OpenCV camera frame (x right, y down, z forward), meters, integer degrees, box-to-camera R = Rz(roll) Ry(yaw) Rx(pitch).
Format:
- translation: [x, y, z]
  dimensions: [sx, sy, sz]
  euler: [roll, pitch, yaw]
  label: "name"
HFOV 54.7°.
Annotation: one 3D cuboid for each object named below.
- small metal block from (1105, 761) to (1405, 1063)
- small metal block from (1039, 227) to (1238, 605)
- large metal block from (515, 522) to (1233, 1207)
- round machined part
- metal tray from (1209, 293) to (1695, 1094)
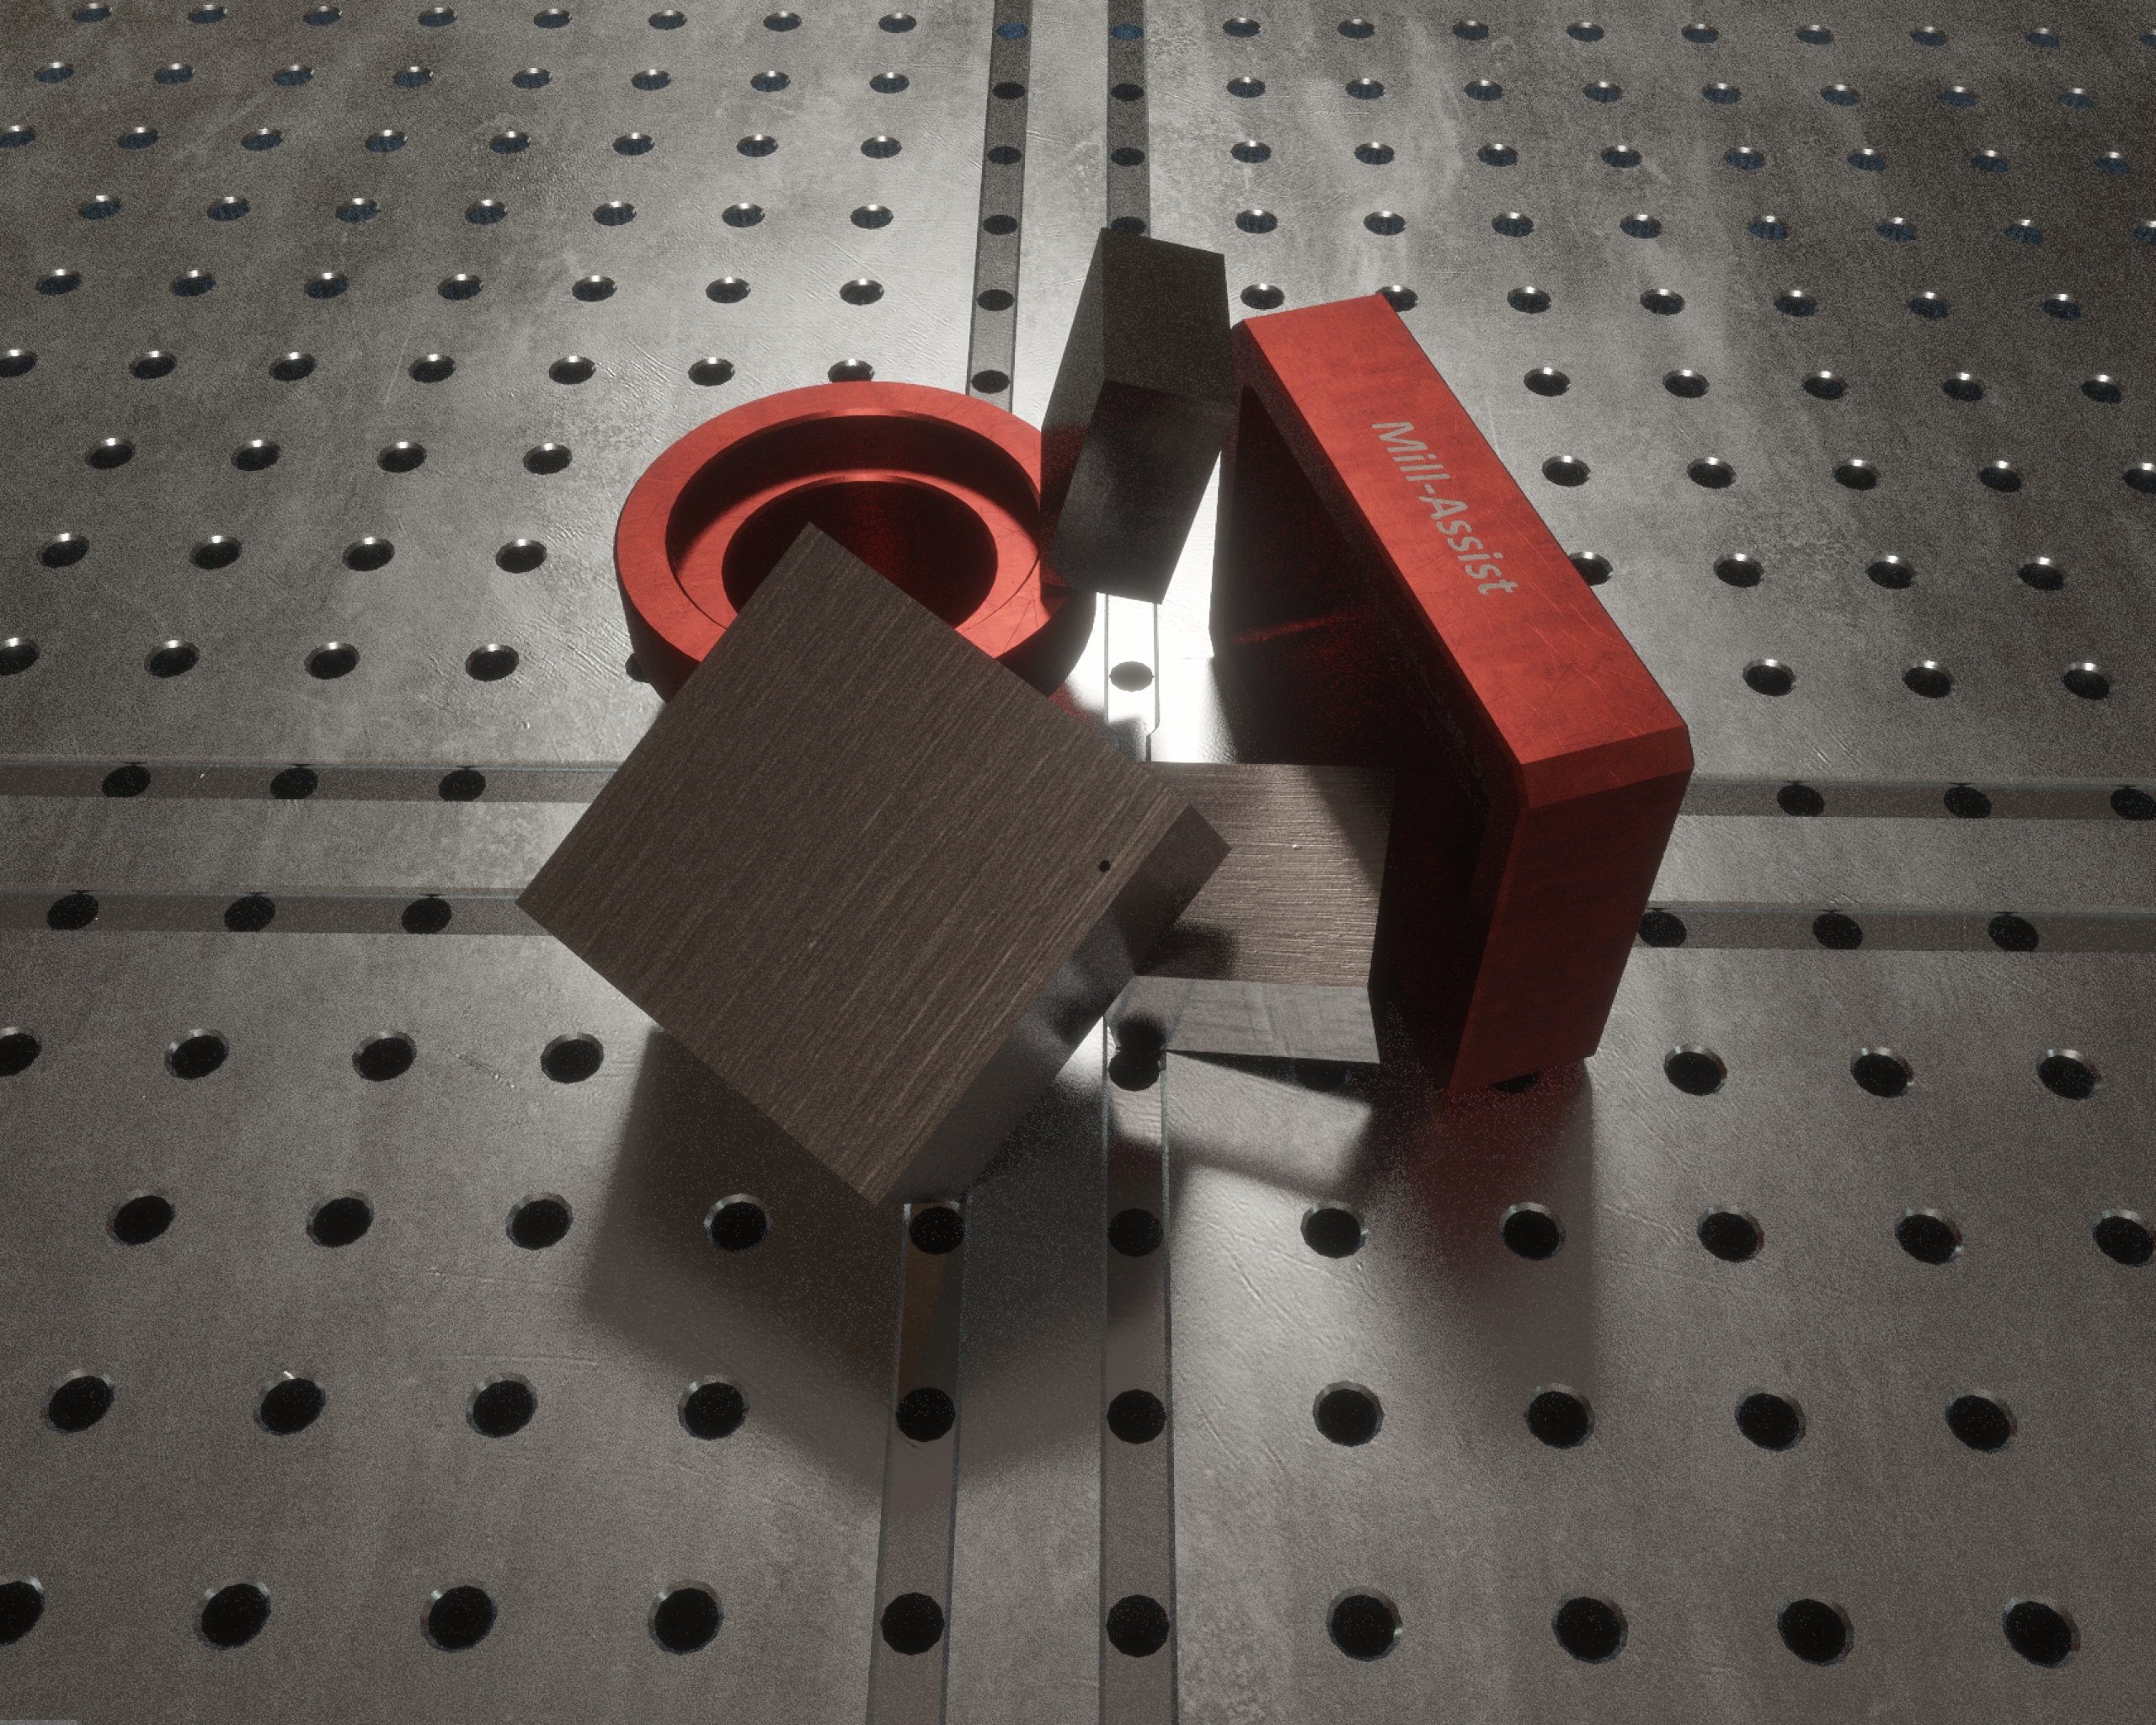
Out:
- translation: [0.034, 0.009, 0.394]
  dimensions: [0.050, 0.025, 0.050]
  euler: [2, 54, 16]
  label: "small metal block"
- translation: [0.011, -0.088, 0.412]
  dimensions: [0.025, 0.050, 0.050]
  euler: [9, 48, -11]
  label: "small metal block"
- translation: [-0.033, 0.002, 0.360]
  dimensions: [0.080, 0.050, 0.080]
  euler: [38, 90, 14]
  label: "large metal block"
- translation: [-0.045, -0.055, 0.442]
  dimensions: [0.099, 0.042, 0.098]
  euler: [0, 50, 0]
  label: "round machined part"
- translation: [0.063, -0.034, 0.394]
  dimensions: [0.030, 0.089, 0.130]
  euler: [-14, 52, -12]
  label: "metal tray"
